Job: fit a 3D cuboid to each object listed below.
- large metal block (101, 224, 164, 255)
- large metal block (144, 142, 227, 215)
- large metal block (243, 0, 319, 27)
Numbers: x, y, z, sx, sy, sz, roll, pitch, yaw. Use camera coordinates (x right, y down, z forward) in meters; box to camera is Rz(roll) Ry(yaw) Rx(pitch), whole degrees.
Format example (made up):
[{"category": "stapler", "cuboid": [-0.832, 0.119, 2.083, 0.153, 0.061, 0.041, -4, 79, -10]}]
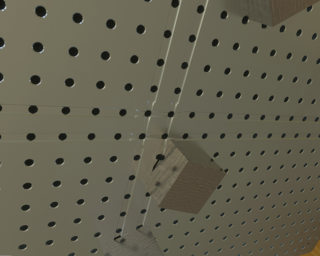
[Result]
[{"category": "large metal block", "cuboid": [-0.036, 0.213, 0.486, 0.080, 0.080, 0.050, -22, 127, -15]}, {"category": "large metal block", "cuboid": [0.037, 0.076, 0.462, 0.080, 0.050, 0.080, 22, 107, -36]}, {"category": "large metal block", "cuboid": [0.142, -0.178, 0.362, 0.080, 0.050, 0.080, -31, 129, -9]}]
